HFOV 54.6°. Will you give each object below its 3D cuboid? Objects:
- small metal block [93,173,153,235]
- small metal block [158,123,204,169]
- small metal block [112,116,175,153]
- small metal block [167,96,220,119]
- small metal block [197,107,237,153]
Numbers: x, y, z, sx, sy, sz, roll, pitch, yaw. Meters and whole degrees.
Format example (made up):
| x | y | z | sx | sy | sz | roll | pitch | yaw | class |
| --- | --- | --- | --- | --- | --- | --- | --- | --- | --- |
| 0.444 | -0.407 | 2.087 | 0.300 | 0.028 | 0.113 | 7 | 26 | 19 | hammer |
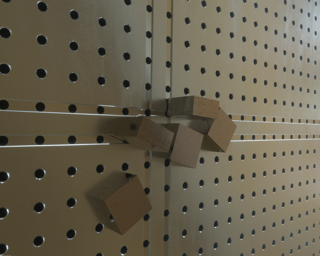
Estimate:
| x | y | z | sx | sy | sz | roll | pitch | yaw | class |
| --- | --- | --- | --- | --- | --- | --- | --- | --- | --- |
| -0.043 | 0.090 | 0.372 | 0.050 | 0.025 | 0.050 | -35 | 112 | -34 | small metal block |
| 0.030 | 0.025 | 0.433 | 0.050 | 0.025 | 0.050 | 25 | 75 | -37 | small metal block |
| -0.020 | 0.008 | 0.375 | 0.050 | 0.050 | 0.025 | 29 | 72 | -36 | small metal block |
| 0.046 | -0.027 | 0.430 | 0.050 | 0.050 | 0.025 | 7 | 86 | -40 | small metal block |
| 0.088 | 0.003 | 0.482 | 0.050 | 0.025 | 0.050 | 42 | 64 | -32 | small metal block |
